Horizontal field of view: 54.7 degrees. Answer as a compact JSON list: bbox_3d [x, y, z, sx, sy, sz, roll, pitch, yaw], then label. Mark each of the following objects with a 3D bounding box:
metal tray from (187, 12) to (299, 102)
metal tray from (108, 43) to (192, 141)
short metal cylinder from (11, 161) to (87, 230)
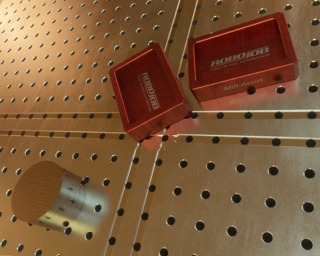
[{"bbox_3d":[0.103,-0.092,0.406,0.130,0.030,0.090,-12,56,21],"label":"metal tray"},{"bbox_3d":[-0.018,-0.055,0.446,0.090,0.030,0.130,-28,52,10],"label":"metal tray"},{"bbox_3d":[-0.146,0.090,0.412,0.080,0.050,0.080,-13,56,20],"label":"short metal cylinder"}]
